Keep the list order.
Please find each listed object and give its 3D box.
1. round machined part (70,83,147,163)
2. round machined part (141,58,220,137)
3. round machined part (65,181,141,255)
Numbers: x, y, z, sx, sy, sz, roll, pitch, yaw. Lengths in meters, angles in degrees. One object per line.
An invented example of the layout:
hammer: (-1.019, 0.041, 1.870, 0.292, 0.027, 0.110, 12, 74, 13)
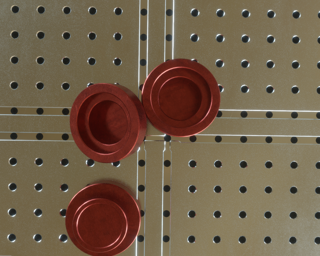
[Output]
round machined part: (-0.061, -0.007, 0.393, 0.098, 0.042, 0.097, 3, 97, 22)
round machined part: (0.025, -0.037, 0.403, 0.099, 0.042, 0.097, 0, 89, -5)
round machined part: (-0.075, 0.121, 0.404, 0.099, 0.042, 0.097, 0, 90, -1)
